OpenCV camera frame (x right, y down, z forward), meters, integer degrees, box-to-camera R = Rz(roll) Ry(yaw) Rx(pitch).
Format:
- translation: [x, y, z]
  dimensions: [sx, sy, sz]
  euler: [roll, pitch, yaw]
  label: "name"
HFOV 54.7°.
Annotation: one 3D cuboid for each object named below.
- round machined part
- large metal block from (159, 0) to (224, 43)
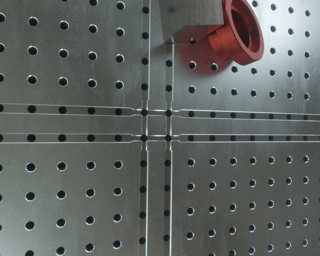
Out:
- translation: [0.100, -0.131, 0.425]
  dimensions: [0.099, 0.042, 0.098]
  euler: [19, 63, -43]
  label: "round machined part"
- translation: [0.036, -0.159, 0.394]
  dimensions: [0.050, 0.080, 0.080]
  euler: [-8, 93, -16]
  label: "large metal block"
